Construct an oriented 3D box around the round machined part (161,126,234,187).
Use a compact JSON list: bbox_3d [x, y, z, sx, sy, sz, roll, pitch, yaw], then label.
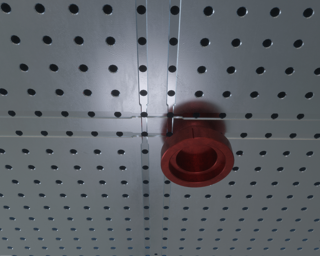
[{"bbox_3d":[0.050,0.035,0.431,0.099,0.042,0.097,0,130,0],"label":"round machined part"}]
